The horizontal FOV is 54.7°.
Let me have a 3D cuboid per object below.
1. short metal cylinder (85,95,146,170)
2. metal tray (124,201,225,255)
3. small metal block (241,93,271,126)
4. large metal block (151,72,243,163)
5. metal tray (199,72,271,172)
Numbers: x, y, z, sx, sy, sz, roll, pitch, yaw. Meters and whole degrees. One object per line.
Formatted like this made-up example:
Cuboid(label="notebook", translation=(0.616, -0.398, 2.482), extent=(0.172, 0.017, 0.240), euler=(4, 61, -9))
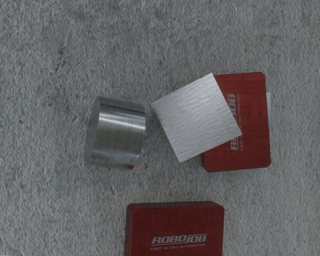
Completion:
Cuboid(label="short metal cylinder", translation=(-0.054, 0.006, 0.360), extent=(0.050, 0.080, 0.080), euler=(11, 86, -20))
Cuboid(label="metal tray", translation=(0.020, 0.147, 0.414), extent=(0.131, 0.030, 0.089), euler=(3, 89, -20))
Cuboid(label="small metal block", translation=(0.135, -0.027, 0.459), extent=(0.050, 0.025, 0.050), euler=(-1, 91, -20))
Cuboid(label="large metal block", translation=(0.047, -0.013, 0.388), extent=(0.080, 0.050, 0.080), euler=(-26, 87, 12))
Cuboid(label="metal tray", translation=(0.100, -0.008, 0.429), extent=(0.091, 0.030, 0.129), euler=(-5, 92, -2))
